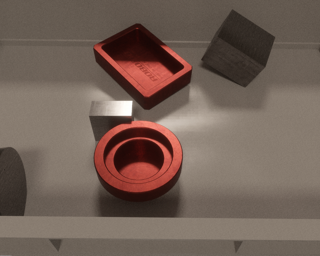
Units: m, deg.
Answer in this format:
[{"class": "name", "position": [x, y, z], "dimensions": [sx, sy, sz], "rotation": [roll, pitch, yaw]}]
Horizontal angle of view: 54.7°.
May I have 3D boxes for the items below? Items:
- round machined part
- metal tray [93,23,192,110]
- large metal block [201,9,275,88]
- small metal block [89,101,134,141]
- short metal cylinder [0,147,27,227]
[{"class": "round machined part", "position": [-0.024, 0.041, 0.359], "dimensions": [0.099, 0.042, 0.098], "rotation": [0, 50, 0]}, {"class": "metal tray", "position": [-0.027, -0.097, 0.469], "dimensions": [0.090, 0.030, 0.130], "rotation": [-35, 65, -22]}, {"class": "large metal block", "position": [0.121, -0.123, 0.476], "dimensions": [0.080, 0.050, 0.080], "rotation": [32, 54, -4]}, {"class": "small metal block", "position": [-0.059, -0.008, 0.395], "dimensions": [0.050, 0.050, 0.025], "rotation": [0, 50, -1]}, {"class": "short metal cylinder", "position": [-0.176, 0.062, 0.315], "dimensions": [0.050, 0.080, 0.080], "rotation": [-6, 51, -6]}]
